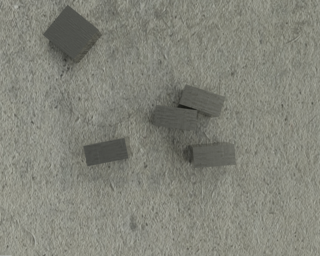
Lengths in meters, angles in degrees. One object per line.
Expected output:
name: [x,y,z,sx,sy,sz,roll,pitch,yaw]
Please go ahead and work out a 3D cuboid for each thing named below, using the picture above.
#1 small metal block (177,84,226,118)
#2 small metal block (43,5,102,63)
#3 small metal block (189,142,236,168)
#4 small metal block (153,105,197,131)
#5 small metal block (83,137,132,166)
small metal block: [0.051,-0.033,0.398,0.050,0.050,0.025,18,90,0]
small metal block: [-0.115,-0.123,0.409,0.050,0.025,0.050,39,90,0]
small metal block: [0.066,0.034,0.398,0.050,0.050,0.025,-5,90,0]
small metal block: [0.019,-0.012,0.397,0.050,0.050,0.025,8,90,0]
small metal block: [-0.065,0.029,0.397,0.050,0.050,0.025,-11,90,0]
